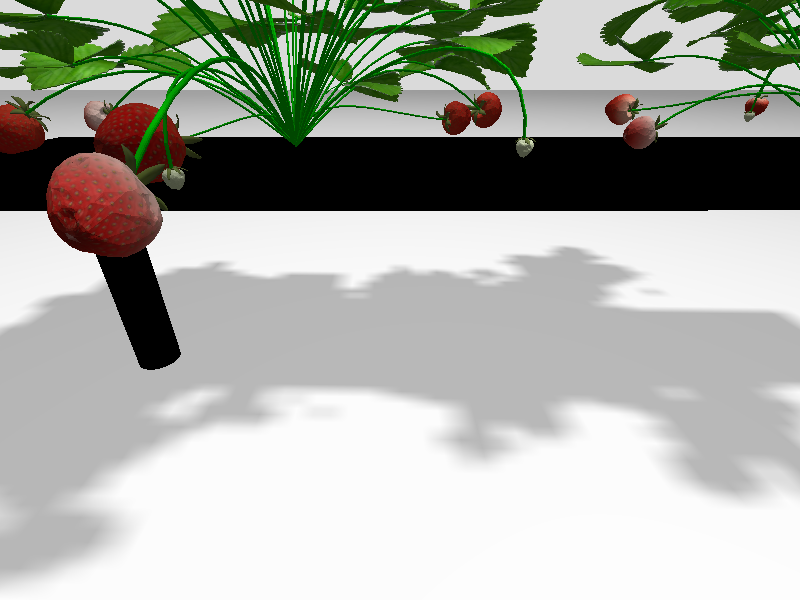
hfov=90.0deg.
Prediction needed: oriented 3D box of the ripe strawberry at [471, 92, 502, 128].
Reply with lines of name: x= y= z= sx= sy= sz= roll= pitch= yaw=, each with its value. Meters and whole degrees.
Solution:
ripe strawberry: x=0.096 y=-0.205 z=0.434 sx=0.034 sy=0.035 sz=0.031 roll=-9 pitch=29 yaw=-36

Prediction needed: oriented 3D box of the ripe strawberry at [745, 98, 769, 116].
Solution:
ripe strawberry: x=0.479 y=-0.259 z=0.538 sx=0.024 sy=0.022 sz=0.022 roll=13 pitch=31 yaw=22

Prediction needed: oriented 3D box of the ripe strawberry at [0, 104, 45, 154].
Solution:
ripe strawberry: x=-0.277 y=-0.121 z=0.288 sx=0.030 sy=0.035 sz=0.035 roll=44 pitch=12 yaw=-29

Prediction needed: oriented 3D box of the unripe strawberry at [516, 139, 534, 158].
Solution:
unripe strawberry: x=0.071 y=-0.087 z=0.229 sx=0.010 sy=0.010 sz=0.011 roll=18 pitch=34 yaw=30

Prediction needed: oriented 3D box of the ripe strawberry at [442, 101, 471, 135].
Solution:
ripe strawberry: x=0.056 y=-0.174 z=0.384 sx=0.028 sy=0.030 sz=0.026 roll=-13 pitch=32 yaw=-23

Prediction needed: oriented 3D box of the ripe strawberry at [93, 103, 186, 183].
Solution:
ripe strawberry: x=-0.137 y=-0.080 z=0.209 sx=0.038 sy=0.040 sz=0.041 roll=11 pitch=31 yaw=19

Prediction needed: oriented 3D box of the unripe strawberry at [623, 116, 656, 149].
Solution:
unripe strawberry: x=0.183 y=-0.128 z=0.307 sx=0.022 sy=0.023 sz=0.020 roll=-13 pitch=30 yaw=0

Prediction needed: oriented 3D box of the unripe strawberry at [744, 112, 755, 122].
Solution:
unripe strawberry: x=0.437 y=-0.229 z=0.501 sx=0.010 sy=0.011 sz=0.011 roll=10 pitch=31 yaw=17

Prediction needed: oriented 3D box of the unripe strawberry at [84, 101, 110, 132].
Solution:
unripe strawberry: x=-0.288 y=-0.174 z=0.386 sx=0.032 sy=0.031 sz=0.030 roll=-3 pitch=26 yaw=23

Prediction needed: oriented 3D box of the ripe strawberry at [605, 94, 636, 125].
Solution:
ripe strawberry: x=0.266 y=-0.231 z=0.487 sx=0.032 sy=0.034 sz=0.035 roll=-14 pitch=31 yaw=-24

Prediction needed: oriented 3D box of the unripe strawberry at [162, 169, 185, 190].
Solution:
unripe strawberry: x=-0.105 y=-0.056 z=0.186 sx=0.009 sy=0.010 sz=0.010 roll=3 pitch=29 yaw=6

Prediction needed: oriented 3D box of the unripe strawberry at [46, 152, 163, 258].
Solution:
unripe strawberry: x=-0.087 y=-0.026 z=0.116 sx=0.026 sy=0.030 sz=0.028 roll=0 pitch=41 yaw=0
